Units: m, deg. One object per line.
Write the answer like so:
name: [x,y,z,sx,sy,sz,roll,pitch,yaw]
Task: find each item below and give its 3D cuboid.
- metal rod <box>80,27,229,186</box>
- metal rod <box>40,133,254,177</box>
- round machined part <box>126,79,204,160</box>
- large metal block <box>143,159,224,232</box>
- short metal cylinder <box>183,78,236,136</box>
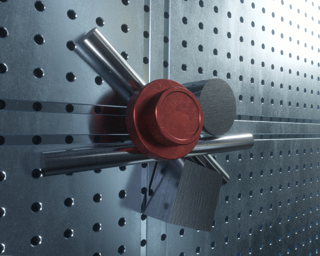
metal rod: [0.010,-0.010,0.420,0.300,0.025,0.025,46,62,-31]
metal rod: [0.008,0.028,0.394,0.303,0.025,0.025,-4,93,-33]
round machined part: [0.013,-0.011,0.367,0.099,0.042,0.097,7,78,-33]
large metal block: [0.034,0.090,0.421,0.080,0.050,0.080,26,74,-38]
short metal cylinder: [0.065,-0.029,0.449,0.081,0.050,0.079,0,90,-40]
